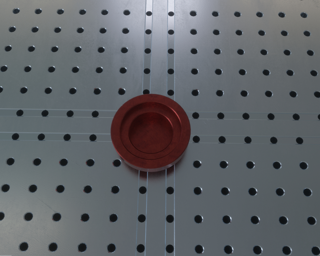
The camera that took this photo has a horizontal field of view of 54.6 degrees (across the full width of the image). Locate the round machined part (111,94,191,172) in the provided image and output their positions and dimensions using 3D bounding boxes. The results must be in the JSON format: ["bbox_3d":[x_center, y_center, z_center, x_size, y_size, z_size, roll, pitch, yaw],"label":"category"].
[{"bbox_3d":[-0.011,0.009,0.400,0.099,0.042,0.098,0,70,0],"label":"round machined part"}]
